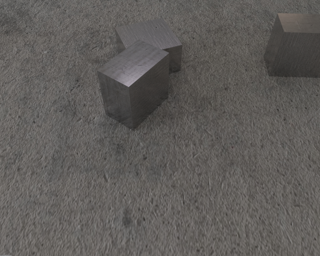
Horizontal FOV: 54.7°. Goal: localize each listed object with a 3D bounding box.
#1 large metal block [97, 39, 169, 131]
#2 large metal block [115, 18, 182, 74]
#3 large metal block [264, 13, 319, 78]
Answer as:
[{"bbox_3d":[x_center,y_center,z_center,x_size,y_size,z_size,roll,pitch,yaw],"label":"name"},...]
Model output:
[{"bbox_3d":[-0.032,-0.058,0.416,0.050,0.080,0.080,30,56,22],"label":"large metal block"},{"bbox_3d":[-0.019,-0.125,0.491,0.081,0.050,0.080,-17,52,-14],"label":"large metal block"},{"bbox_3d":[0.213,-0.125,0.474,0.080,0.080,0.050,2,50,2],"label":"large metal block"}]
